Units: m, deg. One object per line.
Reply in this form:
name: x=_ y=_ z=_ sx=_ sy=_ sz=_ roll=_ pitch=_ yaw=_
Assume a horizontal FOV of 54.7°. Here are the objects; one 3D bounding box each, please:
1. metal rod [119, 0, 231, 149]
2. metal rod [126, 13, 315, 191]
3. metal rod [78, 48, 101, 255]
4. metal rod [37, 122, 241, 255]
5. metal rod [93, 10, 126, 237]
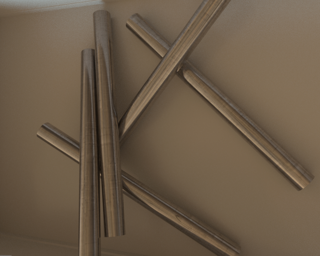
metal rod: x=0.001 y=-0.063 z=0.386 sx=0.025 sy=0.025 sz=0.299 roll=44 pitch=112 yaw=14
metal rod: x=0.064 y=-0.042 z=0.387 sx=0.300 sy=0.025 sz=0.025 roll=46 pitch=104 yaw=14
metal rod: x=-0.089 y=0.031 z=0.393 sx=0.025 sy=0.025 sz=0.299 roll=-13 pitch=67 yaw=19
metal rod: x=-0.034 y=0.079 z=0.403 sx=0.301 sy=0.025 sz=0.025 roll=31 pitch=100 yaw=10
metal rod: x=-0.068 y=-0.017 z=0.402 sx=0.025 sy=0.025 sz=0.299 roll=-11 pitch=74 yaw=19
